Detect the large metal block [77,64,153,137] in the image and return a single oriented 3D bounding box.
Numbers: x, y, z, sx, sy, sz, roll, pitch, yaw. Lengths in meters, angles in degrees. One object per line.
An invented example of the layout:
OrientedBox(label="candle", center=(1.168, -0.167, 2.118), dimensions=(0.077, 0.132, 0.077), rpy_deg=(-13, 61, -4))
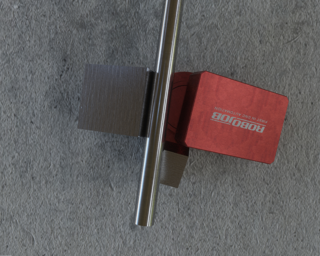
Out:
OrientedBox(label="large metal block", center=(-0.050, -0.033, 0.387), dimensions=(0.080, 0.050, 0.080), rpy_deg=(7, 90, 18))

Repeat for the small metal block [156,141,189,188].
OrientedBox(label="small metal block", center=(0.007, 0.045, 0.401), dimensions=(0.050, 0.025, 0.050), rpy_deg=(16, 116, 0))

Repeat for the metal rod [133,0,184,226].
OrientedBox(label="metal rod", center=(0.001, -0.036, 0.369), dimensions=(0.025, 0.025, 0.298), rpy_deg=(8, 88, 0))

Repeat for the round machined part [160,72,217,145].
OrientedBox(label="round machined part", center=(0.031, -0.025, 0.403), dimensions=(0.099, 0.042, 0.097), rpy_deg=(0, 90, 0))

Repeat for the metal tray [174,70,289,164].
OrientedBox(label="metal tray", center=(0.091, -0.011, 0.387), dimensions=(0.131, 0.030, 0.089), rpy_deg=(13, 91, -21))
